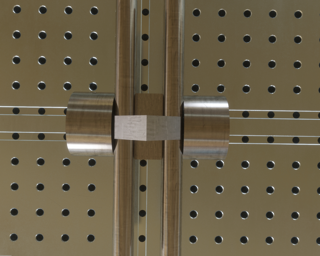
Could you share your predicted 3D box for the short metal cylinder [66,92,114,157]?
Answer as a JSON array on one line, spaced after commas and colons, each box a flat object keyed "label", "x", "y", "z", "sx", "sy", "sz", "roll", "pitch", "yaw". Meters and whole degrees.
[{"label": "short metal cylinder", "x": -0.079, "y": -0.004, "z": 0.382, "sx": 0.050, "sy": 0.080, "sz": 0.079, "roll": 1, "pitch": 90, "yaw": 0}]

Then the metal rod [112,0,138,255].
[{"label": "metal rod", "x": -0.041, "y": 0.002, "z": 0.360, "sx": 0.025, "sy": 0.025, "sz": 0.298, "roll": 1, "pitch": 90, "yaw": 0}]

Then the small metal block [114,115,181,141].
[{"label": "small metal block", "x": -0.013, "y": 0.000, "z": 0.334, "sx": 0.050, "sy": 0.050, "sz": 0.025, "roll": 1, "pitch": 91, "yaw": 44}]

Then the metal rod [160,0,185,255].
[{"label": "metal rod", "x": 0.015, "y": 0.000, "z": 0.360, "sx": 0.025, "sy": 0.025, "sz": 0.298, "roll": 1, "pitch": 90, "yaw": 0}]

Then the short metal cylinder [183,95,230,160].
[{"label": "short metal cylinder", "x": 0.053, "y": 0.000, "z": 0.382, "sx": 0.050, "sy": 0.080, "sz": 0.079, "roll": 1, "pitch": 90, "yaw": 1}]

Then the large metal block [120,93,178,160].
[{"label": "large metal block", "x": -0.014, "y": -0.002, "z": 0.397, "sx": 0.081, "sy": 0.050, "sz": 0.079, "roll": 1, "pitch": 90, "yaw": 0}]
